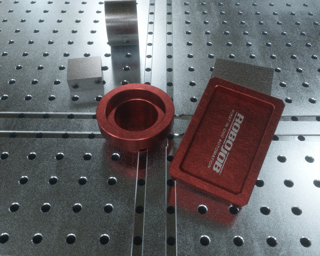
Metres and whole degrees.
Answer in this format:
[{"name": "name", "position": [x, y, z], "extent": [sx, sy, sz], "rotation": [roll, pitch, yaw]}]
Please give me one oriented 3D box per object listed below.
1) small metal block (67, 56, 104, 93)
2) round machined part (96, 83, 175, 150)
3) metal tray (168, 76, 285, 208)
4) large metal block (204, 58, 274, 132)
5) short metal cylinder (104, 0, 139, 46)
[{"name": "small metal block", "position": [-0.114, -0.083, 0.477], "extent": [0.050, 0.025, 0.050], "rotation": [-7, 50, -6]}, {"name": "round machined part", "position": [-0.031, -0.010, 0.405], "extent": [0.099, 0.042, 0.098], "rotation": [0, 50, 0]}, {"name": "metal tray", "position": [0.077, 0.014, 0.358], "extent": [0.090, 0.030, 0.130], "rotation": [22, 76, 13]}, {"name": "large metal block", "position": [0.108, -0.046, 0.431], "extent": [0.080, 0.050, 0.080], "rotation": [14, 51, 11]}, {"name": "short metal cylinder", "position": [-0.063, -0.180, 0.523], "extent": [0.050, 0.080, 0.080], "rotation": [-4, 50, -3]}]
